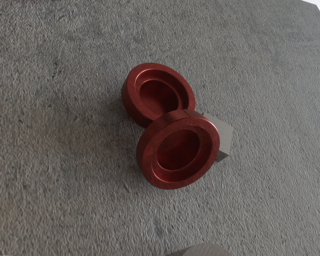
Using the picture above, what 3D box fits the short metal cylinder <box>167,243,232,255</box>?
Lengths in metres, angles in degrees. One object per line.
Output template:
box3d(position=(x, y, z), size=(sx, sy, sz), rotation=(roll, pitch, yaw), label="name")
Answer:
box3d(position=(0.039, 0.162, 0.311), size=(0.081, 0.050, 0.080), rotation=(14, 56, -21), label="short metal cylinder")

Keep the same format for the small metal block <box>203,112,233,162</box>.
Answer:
box3d(position=(0.073, 0.013, 0.437), size=(0.050, 0.025, 0.050), rotation=(27, 52, -12), label="small metal block")

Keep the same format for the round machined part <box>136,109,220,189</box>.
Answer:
box3d(position=(0.018, 0.021, 0.366), size=(0.099, 0.097, 0.042), rotation=(2, 27, -28), label="round machined part")

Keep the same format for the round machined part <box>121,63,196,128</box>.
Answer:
box3d(position=(-0.005, -0.036, 0.413), size=(0.099, 0.042, 0.098), rotation=(14, 56, -21), label="round machined part")
